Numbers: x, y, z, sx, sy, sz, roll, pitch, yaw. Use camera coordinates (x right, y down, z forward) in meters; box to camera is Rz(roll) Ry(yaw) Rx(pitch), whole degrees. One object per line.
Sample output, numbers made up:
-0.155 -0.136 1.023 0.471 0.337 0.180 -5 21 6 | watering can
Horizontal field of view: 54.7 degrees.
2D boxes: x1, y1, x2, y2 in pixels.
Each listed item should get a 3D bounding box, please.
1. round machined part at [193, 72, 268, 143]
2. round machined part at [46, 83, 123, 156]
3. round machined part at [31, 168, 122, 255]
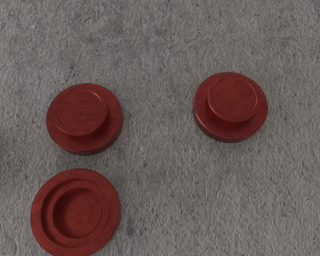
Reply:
0.094 -0.032 0.411 0.099 0.042 0.098 0 70 0 | round machined part
-0.099 -0.016 0.404 0.099 0.042 0.098 0 70 0 | round machined part
-0.094 0.099 0.362 0.099 0.042 0.098 0 70 0 | round machined part
